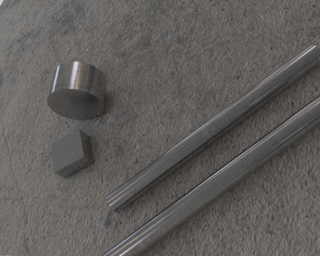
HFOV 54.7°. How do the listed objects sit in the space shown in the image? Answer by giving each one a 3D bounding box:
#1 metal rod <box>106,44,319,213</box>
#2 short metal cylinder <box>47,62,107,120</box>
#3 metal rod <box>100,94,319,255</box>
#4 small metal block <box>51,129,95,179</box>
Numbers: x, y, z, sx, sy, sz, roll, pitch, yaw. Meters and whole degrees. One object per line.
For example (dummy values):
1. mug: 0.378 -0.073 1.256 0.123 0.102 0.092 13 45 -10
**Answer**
1. metal rod: 0.062 0.003 0.369 0.300 0.025 0.025 -37 51 3
2. short metal cylinder: -0.123 -0.054 0.466 0.080 0.080 0.050 -13 57 21
3. metal rod: 0.059 0.063 0.334 0.300 0.025 0.025 -37 51 3
4. small metal block: -0.126 0.037 0.447 0.050 0.025 0.050 -28 52 10
